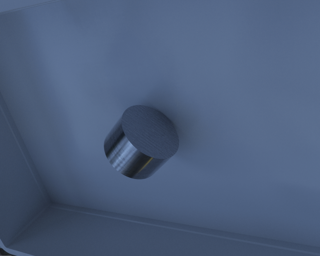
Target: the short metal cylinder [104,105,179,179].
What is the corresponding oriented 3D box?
[{"bbox_3d":[-0.023,0.018,0.392,0.080,0.080,0.050,41,129,-1],"label":"short metal cylinder"}]
